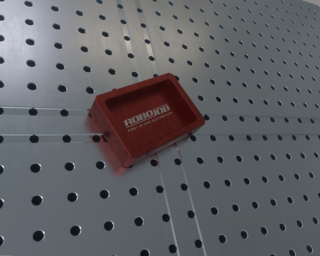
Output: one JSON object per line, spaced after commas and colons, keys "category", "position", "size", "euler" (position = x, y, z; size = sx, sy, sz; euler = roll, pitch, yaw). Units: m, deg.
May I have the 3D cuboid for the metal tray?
{"category": "metal tray", "position": [-0.013, -0.016, 0.406], "size": [0.131, 0.030, 0.090], "euler": [-25, 75, -37]}
